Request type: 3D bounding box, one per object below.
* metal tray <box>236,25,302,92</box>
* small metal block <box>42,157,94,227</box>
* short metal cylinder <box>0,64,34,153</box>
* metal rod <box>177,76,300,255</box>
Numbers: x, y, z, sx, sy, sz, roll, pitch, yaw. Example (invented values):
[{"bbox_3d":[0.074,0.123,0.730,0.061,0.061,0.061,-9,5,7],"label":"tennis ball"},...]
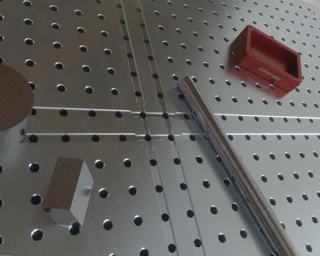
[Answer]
[{"bbox_3d":[0.212,-0.135,0.601,0.131,0.030,0.090,25,53,-13],"label":"metal tray"},{"bbox_3d":[-0.087,0.063,0.303,0.025,0.050,0.050,5,56,4],"label":"small metal block"},{"bbox_3d":[-0.173,-0.019,0.311,0.081,0.050,0.080,14,56,-21],"label":"short metal cylinder"},{"bbox_3d":[0.106,0.055,0.431,0.025,0.025,0.299,-18,71,-35],"label":"metal rod"}]
